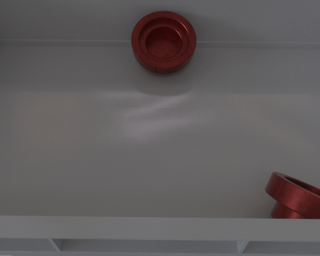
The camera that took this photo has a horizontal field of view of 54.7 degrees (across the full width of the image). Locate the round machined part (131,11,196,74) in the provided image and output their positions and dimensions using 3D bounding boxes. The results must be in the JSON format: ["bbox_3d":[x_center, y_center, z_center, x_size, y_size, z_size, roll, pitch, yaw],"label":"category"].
[{"bbox_3d":[0.006,-0.129,0.487,0.099,0.042,0.098,0,75,0],"label":"round machined part"}]

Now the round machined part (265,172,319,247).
[{"bbox_3d":[0.149,0.083,0.302,0.098,0.098,0.042,24,95,19],"label":"round machined part"}]
